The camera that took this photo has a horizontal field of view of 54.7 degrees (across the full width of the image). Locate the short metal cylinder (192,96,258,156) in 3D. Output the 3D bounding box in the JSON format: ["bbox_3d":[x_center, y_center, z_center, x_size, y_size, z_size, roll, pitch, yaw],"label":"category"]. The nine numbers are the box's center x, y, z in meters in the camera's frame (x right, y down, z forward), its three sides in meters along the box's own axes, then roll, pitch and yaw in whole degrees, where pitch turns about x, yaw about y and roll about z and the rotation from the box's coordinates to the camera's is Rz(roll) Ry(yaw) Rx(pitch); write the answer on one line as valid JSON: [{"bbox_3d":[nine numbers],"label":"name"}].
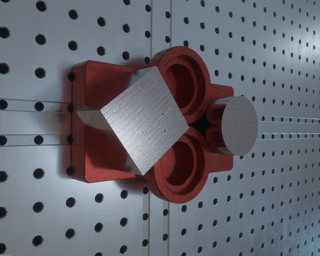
[{"bbox_3d":[0.091,-0.003,0.429,0.081,0.050,0.079,0,90,-40],"label":"short metal cylinder"}]

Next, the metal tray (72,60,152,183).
[{"bbox_3d":[-0.053,-0.007,0.361,0.091,0.030,0.129,1,90,-41],"label":"metal tray"}]

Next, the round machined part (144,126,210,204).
[{"bbox_3d":[0.017,0.045,0.400,0.099,0.042,0.097,0,90,-40],"label":"round machined part"}]

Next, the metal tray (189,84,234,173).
[{"bbox_3d":[0.070,0.000,0.462,0.091,0.030,0.129,1,90,-40],"label":"metal tray"}]

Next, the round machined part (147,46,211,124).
[{"bbox_3d":[0.018,-0.053,0.401,0.099,0.042,0.097,0,90,-40],"label":"round machined part"}]

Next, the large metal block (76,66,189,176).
[{"bbox_3d":[-0.026,-0.008,0.331,0.080,0.050,0.080,-44,117,-31],"label":"large metal block"}]
